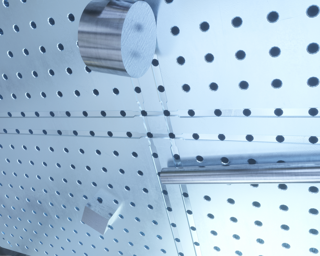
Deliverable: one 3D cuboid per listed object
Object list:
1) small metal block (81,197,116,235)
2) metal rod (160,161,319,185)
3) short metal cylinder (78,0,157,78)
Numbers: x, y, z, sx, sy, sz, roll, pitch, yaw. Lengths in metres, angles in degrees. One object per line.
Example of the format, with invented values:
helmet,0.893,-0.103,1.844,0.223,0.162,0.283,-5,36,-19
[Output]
small metal block,-0.114,0.162,0.572,0.050,0.025,0.050,29,128,9
metal rod,0.135,0.055,0.373,0.300,0.025,0.025,-7,115,31
short metal cylinder,-0.044,-0.098,0.338,0.050,0.080,0.079,12,124,21
